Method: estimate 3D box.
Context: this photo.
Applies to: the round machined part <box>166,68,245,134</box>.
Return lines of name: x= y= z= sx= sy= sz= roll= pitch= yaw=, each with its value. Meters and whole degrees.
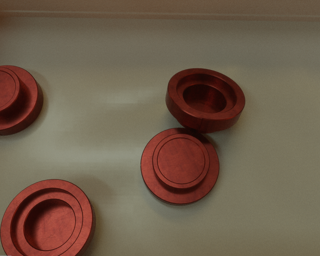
round machined part: x=0.056 y=-0.031 z=0.400 sx=0.099 sy=0.042 sz=0.098 roll=5 pitch=47 yaw=-6

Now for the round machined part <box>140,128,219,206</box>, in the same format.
round machined part: x=0.025 y=0.045 z=0.385 sx=0.099 sy=0.042 sz=0.098 roll=0 pitch=70 yaw=-1

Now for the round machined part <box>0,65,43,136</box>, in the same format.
round machined part: x=-0.213 y=-0.042 z=0.413 sx=0.099 sy=0.042 sz=0.098 roll=0 pitch=70 yaw=-1

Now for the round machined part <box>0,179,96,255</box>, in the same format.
round machined part: x=-0.123 y=0.112 z=0.354 sx=0.099 sy=0.042 sz=0.098 roll=1 pitch=62 yaw=-1
